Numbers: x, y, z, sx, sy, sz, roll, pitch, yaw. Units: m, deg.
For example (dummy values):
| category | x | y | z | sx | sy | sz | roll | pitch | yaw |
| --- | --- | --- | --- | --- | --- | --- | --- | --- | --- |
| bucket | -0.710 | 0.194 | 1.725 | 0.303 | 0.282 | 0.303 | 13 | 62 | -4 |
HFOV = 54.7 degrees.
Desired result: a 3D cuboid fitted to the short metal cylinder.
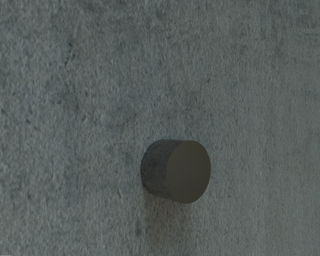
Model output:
| category | x | y | z | sx | sy | sz | roll | pitch | yaw |
| --- | --- | --- | --- | --- | --- | --- | --- | --- | --- |
| short metal cylinder | 0.021 | 0.055 | 0.409 | 0.081 | 0.050 | 0.079 | 0 | 90 | -40 |
